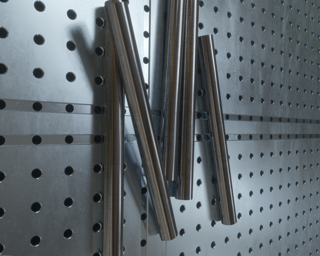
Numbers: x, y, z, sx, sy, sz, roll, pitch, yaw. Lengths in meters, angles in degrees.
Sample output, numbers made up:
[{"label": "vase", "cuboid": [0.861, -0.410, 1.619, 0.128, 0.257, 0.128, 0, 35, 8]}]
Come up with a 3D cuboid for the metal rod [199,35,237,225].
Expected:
[{"label": "metal rod", "cuboid": [0.090, 0.008, 0.487, 0.025, 0.025, 0.298, -15, 100, -39]}]

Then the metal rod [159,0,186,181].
[{"label": "metal rod", "cuboid": [0.017, -0.079, 0.425, 0.025, 0.025, 0.298, 6, 86, -40]}]

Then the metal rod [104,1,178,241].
[{"label": "metal rod", "cuboid": [-0.017, 0.007, 0.374, 0.025, 0.025, 0.298, -27, 114, -37]}]

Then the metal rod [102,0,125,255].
[{"label": "metal rod", "cuboid": [-0.054, 0.003, 0.365, 0.025, 0.025, 0.298, 1, 90, -40]}]

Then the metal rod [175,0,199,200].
[{"label": "metal rod", "cuboid": [0.039, -0.049, 0.444, 0.025, 0.025, 0.298, 3, 88, -40]}]
